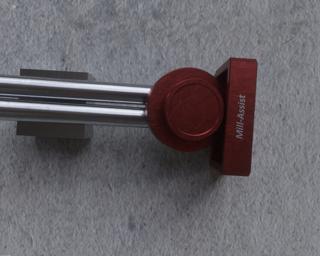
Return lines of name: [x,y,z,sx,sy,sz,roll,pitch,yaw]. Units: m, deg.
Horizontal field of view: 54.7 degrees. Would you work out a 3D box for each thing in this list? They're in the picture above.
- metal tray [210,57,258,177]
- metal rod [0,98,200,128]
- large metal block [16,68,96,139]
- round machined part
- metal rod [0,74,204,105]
metal tray: [0.087,-0.012,0.379,0.030,0.090,0.129,4,90,0]
metal rod: [-0.066,-0.015,0.365,0.302,0.025,0.025,3,90,-13]
large metal block: [-0.128,-0.029,0.393,0.081,0.050,0.079,3,90,-1]
round machined part: [0.034,-0.021,0.354,0.099,0.042,0.097,0,92,-11]
metal rod: [-0.064,-0.042,0.365,0.302,0.025,0.025,2,90,-13]
